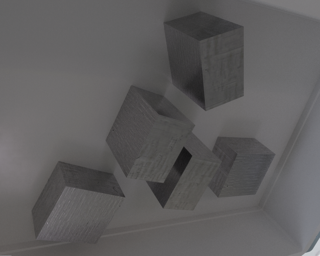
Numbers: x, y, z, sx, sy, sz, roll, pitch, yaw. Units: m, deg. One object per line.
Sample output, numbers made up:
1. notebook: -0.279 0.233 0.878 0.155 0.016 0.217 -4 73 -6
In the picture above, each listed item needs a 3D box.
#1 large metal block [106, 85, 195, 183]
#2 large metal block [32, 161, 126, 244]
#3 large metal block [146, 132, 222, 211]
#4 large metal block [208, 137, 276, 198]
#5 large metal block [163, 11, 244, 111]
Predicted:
1. large metal block: -0.015 0.006 0.368 0.050 0.080 0.080 15 111 -35
2. large metal block: -0.105 0.097 0.395 0.080 0.050 0.080 21 107 -36
3. large metal block: 0.024 0.052 0.419 0.050 0.080 0.080 14 111 -34
4. large metal block: 0.125 0.062 0.499 0.081 0.050 0.079 3 117 -30
5. large metal block: 0.049 -0.078 0.351 0.050 0.080 0.080 -22 127 -15
